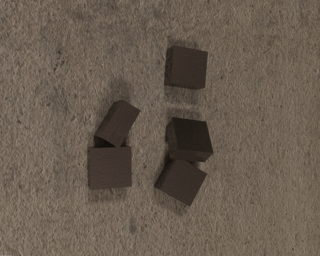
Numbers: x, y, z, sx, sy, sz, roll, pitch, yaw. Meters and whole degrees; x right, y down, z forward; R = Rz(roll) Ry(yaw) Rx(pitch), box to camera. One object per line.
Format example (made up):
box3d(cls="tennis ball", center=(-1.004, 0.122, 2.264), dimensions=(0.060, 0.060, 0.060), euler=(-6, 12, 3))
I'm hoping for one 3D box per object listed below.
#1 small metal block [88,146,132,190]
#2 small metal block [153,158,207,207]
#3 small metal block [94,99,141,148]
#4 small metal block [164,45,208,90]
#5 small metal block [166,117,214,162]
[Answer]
box3d(cls="small metal block", center=(-0.063, 0.048, 0.387), dimensions=(0.050, 0.025, 0.050), euler=(-1, 90, -21))
box3d(cls="small metal block", center=(0.028, 0.071, 0.421), dimensions=(0.050, 0.025, 0.050), euler=(33, 79, -18))
box3d(cls="small metal block", center=(-0.053, -0.005, 0.377), dimensions=(0.025, 0.050, 0.050), euler=(32, 80, -18))
box3d(cls="small metal block", center=(0.035, -0.081, 0.423), dimensions=(0.050, 0.025, 0.050), euler=(5, 88, -20))
box3d(cls="small metal block", center=(0.038, 0.016, 0.412), dimensions=(0.050, 0.025, 0.050), euler=(7, 53, -20))
